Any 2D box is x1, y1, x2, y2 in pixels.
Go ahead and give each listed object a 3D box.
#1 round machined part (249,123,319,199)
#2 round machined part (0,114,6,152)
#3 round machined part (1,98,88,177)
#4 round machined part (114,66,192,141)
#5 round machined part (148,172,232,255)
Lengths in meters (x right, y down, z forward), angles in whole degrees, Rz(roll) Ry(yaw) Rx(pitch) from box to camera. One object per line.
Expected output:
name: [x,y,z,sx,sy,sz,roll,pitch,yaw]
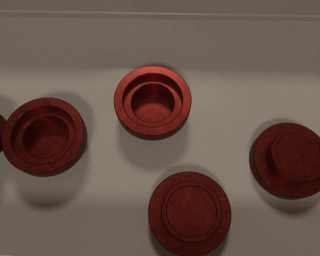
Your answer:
round machined part: [0.167,0.038,0.389,0.099,0.042,0.098,0,70,-1]
round machined part: [-0.239,0.001,0.372,0.099,0.042,0.098,7,35,-5]
round machined part: [-0.142,0.014,0.393,0.099,0.042,0.098,1,70,-2]
round machined part: [-0.009,-0.029,0.411,0.099,0.042,0.098,0,70,-1]
round machined part: [0.035,0.099,0.365,0.099,0.042,0.098,0,70,-1]
